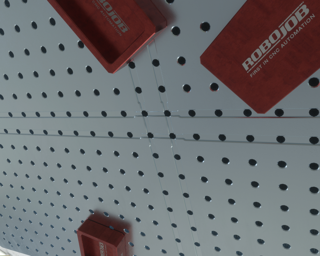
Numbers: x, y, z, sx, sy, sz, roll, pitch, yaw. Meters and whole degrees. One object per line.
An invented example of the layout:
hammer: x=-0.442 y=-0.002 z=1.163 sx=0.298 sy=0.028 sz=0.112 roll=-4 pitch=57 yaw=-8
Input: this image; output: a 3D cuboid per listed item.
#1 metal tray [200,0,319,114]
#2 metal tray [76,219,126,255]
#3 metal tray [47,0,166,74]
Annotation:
metal tray: x=0.112 y=-0.085 z=0.296 sx=0.090 sy=0.030 sz=0.129 roll=41 pitch=129 yaw=-1
metal tray: x=-0.115 y=0.251 z=0.624 sx=0.090 sy=0.030 sz=0.129 roll=14 pitch=124 yaw=20
metal tray: x=-0.067 y=-0.140 z=0.357 sx=0.090 sy=0.030 sz=0.130 roll=-34 pitch=100 yaw=38
